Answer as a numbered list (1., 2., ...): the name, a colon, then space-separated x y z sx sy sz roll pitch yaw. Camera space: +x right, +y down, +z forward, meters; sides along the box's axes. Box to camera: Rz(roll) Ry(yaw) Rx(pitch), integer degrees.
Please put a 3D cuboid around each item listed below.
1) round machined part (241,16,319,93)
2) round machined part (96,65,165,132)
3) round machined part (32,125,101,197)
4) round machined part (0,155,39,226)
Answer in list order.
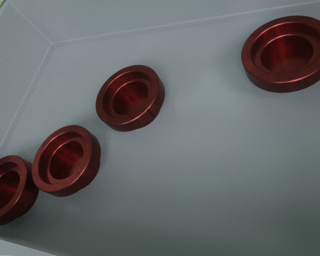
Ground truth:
1. round machined part: 0.150 -0.081 0.366 0.098 0.042 0.098 -13 56 20
2. round machined part: -0.037 -0.037 0.436 0.098 0.042 0.098 -13 56 20
3. round machined part: -0.123 0.048 0.428 0.098 0.042 0.098 -13 56 20
4. round machined part: -0.217 0.092 0.450 0.098 0.042 0.098 -13 56 20
